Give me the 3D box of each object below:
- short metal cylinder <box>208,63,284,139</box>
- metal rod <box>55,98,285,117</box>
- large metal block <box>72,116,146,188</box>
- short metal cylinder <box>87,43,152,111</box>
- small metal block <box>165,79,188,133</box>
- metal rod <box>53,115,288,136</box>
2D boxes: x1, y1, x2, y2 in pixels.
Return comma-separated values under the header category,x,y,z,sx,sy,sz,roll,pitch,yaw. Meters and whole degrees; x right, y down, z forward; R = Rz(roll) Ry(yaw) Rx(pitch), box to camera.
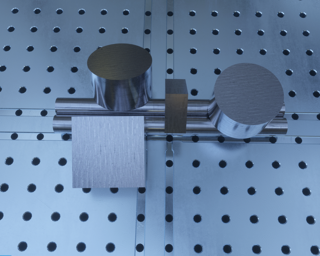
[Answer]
category,x,y,z,sx,sy,sz,roll,pitch,yaw
short metal cylinder,0.103,-0.032,0.381,0.081,0.050,0.080,0,70,0
metal rod,0.013,-0.027,0.418,0.302,0.025,0.025,1,70,0
large metal block,-0.058,0.027,0.370,0.081,0.050,0.079,-1,90,-1
short metal cylinder,-0.050,-0.067,0.404,0.081,0.050,0.080,1,46,0
small metal block,0.018,-0.027,0.375,0.025,0.050,0.050,1,28,0
metal rod,0.013,-0.004,0.410,0.302,0.025,0.025,1,70,0
